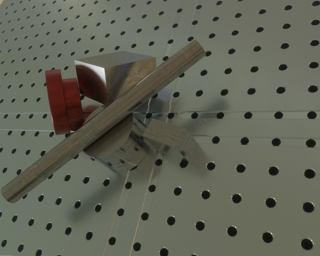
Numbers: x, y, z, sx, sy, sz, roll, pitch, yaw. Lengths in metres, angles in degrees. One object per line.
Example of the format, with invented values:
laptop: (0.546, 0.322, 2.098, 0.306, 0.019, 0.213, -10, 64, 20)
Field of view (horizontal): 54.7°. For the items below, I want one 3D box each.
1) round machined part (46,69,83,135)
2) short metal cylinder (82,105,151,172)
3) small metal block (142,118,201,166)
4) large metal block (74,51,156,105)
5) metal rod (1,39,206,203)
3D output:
round machined part: (-0.143, -0.040, 0.469, 0.042, 0.097, 0.098, -9, 51, -16)
short metal cylinder: (-0.059, 0.012, 0.414, 0.080, 0.050, 0.080, -13, 56, 21)
small metal block: (0.015, 0.017, 0.373, 0.050, 0.050, 0.025, 19, 72, 35)
large metal block: (-0.061, -0.073, 0.435, 0.081, 0.050, 0.080, -21, 30, -35)
metal rod: (-0.071, -0.007, 0.383, 0.300, 0.025, 0.025, -38, 51, 2)
